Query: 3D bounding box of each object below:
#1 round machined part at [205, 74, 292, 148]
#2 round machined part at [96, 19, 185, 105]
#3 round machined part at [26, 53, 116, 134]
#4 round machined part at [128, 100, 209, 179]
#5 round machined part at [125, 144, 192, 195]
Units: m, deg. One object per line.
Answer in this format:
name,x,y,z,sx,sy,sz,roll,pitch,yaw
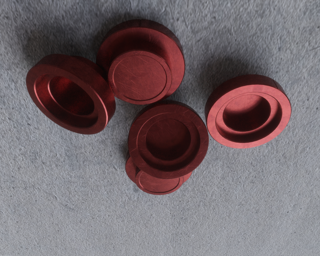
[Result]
round machined part,0.104,-0.024,0.379,0.099,0.042,0.097,-1,130,0
round machined part,-0.021,-0.065,0.341,0.099,0.042,0.097,-1,130,0
round machined part,-0.094,-0.041,0.347,0.098,0.042,0.097,15,139,14
round machined part,0.009,0.012,0.394,0.099,0.042,0.097,-1,107,-3
round machined part,-0.001,0.060,0.448,0.099,0.042,0.097,-1,130,0
